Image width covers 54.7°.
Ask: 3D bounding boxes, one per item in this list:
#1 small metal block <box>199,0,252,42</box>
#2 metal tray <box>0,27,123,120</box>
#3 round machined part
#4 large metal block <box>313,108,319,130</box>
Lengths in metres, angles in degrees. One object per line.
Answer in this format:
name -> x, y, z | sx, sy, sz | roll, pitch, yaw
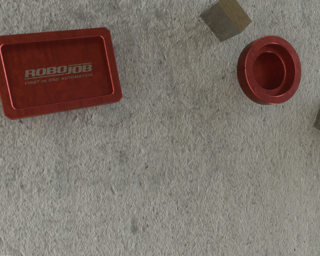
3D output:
small metal block -> 0.090, -0.152, 0.429 | 0.050, 0.050, 0.025 | 46, 76, -14
metal tray -> -0.117, -0.064, 0.362 | 0.131, 0.030, 0.089 | -12, 94, -20
round machined part -> 0.155, -0.082, 0.457 | 0.099, 0.042, 0.097 | 0, 90, -20
large metal block -> 0.314, -0.008, 0.496 | 0.080, 0.080, 0.050 | 27, 81, -18
